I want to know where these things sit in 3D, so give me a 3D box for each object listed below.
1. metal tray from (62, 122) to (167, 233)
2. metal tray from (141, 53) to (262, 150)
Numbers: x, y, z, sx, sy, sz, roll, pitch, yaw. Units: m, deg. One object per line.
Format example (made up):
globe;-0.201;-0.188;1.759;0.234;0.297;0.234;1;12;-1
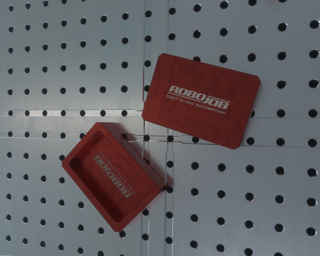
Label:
metal tray;-0.066;0.066;0.433;0.130;0.030;0.090;47;104;14
metal tray;0.050;-0.035;0.392;0.130;0.030;0.090;18;96;19
